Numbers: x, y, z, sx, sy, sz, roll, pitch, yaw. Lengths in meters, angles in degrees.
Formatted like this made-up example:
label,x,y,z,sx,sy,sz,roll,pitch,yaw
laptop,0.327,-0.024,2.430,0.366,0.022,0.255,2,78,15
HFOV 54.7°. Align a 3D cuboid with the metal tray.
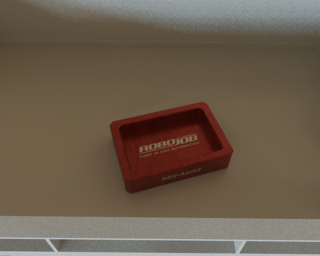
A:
label,x,y,z,sx,sy,sz,roll,pitch,yaw
metal tray,0.012,0.020,0.384,0.131,0.030,0.090,-13,51,-11
